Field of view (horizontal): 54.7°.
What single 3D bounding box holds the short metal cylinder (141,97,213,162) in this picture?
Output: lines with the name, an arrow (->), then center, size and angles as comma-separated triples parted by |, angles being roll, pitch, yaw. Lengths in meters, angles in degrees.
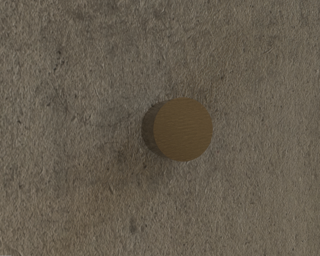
short metal cylinder -> 0.021, 0.002, 0.406 | 0.081, 0.050, 0.079 | 0, 90, -21
